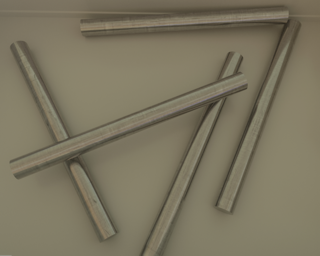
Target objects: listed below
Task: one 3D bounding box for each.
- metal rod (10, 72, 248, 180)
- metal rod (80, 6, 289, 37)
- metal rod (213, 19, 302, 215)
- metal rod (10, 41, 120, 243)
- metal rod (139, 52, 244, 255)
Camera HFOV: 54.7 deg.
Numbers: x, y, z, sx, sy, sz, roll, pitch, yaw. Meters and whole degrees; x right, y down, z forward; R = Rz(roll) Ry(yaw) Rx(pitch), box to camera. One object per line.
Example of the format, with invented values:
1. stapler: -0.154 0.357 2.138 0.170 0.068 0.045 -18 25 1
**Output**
1. metal rod: -0.031 -0.007 0.383 0.302 0.025 0.025 -22 72 -8
2. metal rod: 0.035 -0.158 0.460 0.302 0.025 0.025 -3 70 1
3. metal rod: 0.139 -0.028 0.421 0.025 0.025 0.300 23 71 8
4. metal rod: -0.132 0.005 0.406 0.025 0.025 0.299 -28 73 -10
5. metal rod: 0.047 0.026 0.400 0.025 0.025 0.300 23 71 8
